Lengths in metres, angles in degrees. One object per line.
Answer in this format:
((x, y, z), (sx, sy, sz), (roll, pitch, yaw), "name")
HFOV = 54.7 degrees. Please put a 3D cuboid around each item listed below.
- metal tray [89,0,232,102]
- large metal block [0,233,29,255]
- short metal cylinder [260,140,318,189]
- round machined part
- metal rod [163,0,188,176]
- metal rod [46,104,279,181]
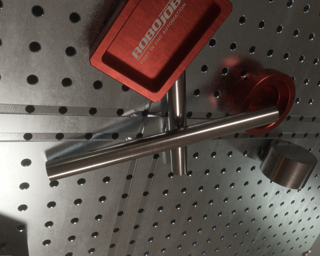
((-0.002, -0.100, 0.320), (0.090, 0.030, 0.129), (29, 112, -27), "metal tray")
((-0.223, 0.176, 0.383), (0.080, 0.050, 0.080), (-45, 130, 3), "large metal block")
((0.222, 0.062, 0.539), (0.081, 0.080, 0.050), (1, 118, -29), "short metal cylinder")
((0.146, -0.041, 0.457), (0.099, 0.042, 0.097), (-14, 125, -21), "round machined part")
((0.020, -0.060, 0.386), (0.025, 0.025, 0.298), (-18, 126, -19), "metal rod")
((0.011, 0.016, 0.397), (0.302, 0.025, 0.025), (-14, 125, -10), "metal rod")
